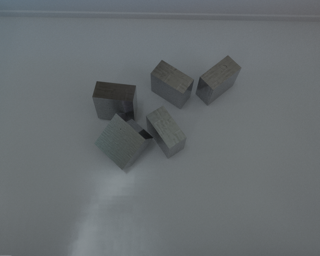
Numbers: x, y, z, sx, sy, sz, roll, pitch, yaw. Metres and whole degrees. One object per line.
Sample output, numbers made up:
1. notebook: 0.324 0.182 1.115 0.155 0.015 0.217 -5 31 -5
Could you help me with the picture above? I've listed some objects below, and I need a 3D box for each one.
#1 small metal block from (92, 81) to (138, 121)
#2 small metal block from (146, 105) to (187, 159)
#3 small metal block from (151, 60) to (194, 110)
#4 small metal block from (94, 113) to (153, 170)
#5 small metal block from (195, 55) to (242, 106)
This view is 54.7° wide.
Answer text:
1. small metal block: -0.057 -0.034 0.406 0.050 0.050 0.025 6 61 2
2. small metal block: 0.007 0.006 0.394 0.025 0.050 0.050 -32 74 -11
3. small metal block: 0.016 -0.057 0.418 0.050 0.050 0.025 34 74 11
4. small metal block: -0.046 0.016 0.392 0.050 0.025 0.050 41 106 13
5. small metal block: 0.078 -0.063 0.420 0.050 0.050 0.025 -38 75 -13
